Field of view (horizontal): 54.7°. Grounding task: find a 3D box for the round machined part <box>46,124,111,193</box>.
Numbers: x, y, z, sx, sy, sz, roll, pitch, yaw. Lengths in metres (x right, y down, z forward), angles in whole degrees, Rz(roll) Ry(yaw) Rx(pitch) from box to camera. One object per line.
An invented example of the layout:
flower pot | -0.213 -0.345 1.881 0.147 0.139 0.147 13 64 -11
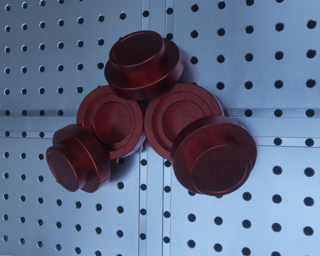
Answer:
round machined part | -0.116 0.047 0.418 0.098 0.042 0.097 24 130 32

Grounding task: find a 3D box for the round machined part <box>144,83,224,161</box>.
round machined part | 0.033 -0.006 0.391 0.098 0.042 0.097 0 90 19

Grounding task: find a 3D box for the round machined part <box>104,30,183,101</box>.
round machined part | -0.024 -0.084 0.384 0.098 0.042 0.098 -9 49 12

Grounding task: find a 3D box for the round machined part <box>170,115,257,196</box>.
round machined part | 0.064 0.038 0.352 0.099 0.042 0.097 -4 117 -7

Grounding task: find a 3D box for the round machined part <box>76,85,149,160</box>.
round machined part | -0.060 -0.007 0.423 0.098 0.042 0.097 0 90 19
